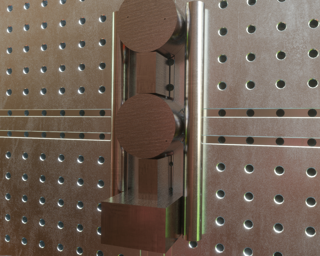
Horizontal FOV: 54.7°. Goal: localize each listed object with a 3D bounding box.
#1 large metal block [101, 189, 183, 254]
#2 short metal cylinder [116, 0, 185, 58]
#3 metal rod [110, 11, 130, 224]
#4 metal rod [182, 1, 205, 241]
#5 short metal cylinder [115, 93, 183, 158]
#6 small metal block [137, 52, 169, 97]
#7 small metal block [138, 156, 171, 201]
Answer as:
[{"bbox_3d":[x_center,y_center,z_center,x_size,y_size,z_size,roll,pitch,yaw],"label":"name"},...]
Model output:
[{"bbox_3d":[-0.018,0.112,0.390,0.080,0.080,0.050,1,91,20],"label":"large metal block"},{"bbox_3d":[-0.009,-0.132,0.402,0.080,0.050,0.080,0,90,20],"label":"short metal cylinder"},{"bbox_3d":[-0.056,-0.009,0.431,0.025,0.025,0.298,1,90,20],"label":"metal rod"},{"bbox_3d":[0.043,-0.008,0.396,0.025,0.025,0.298,1,90,20],"label":"metal rod"},{"bbox_3d":[-0.011,-0.003,0.403,0.080,0.050,0.080,0,90,20],"label":"short metal cylinder"},{"bbox_3d":[-0.008,-0.068,0.401,0.025,0.050,0.050,1,90,20],"label":"small metal block"},{"bbox_3d":[-0.006,0.063,0.400,0.025,0.050,0.050,0,90,20],"label":"small metal block"}]
